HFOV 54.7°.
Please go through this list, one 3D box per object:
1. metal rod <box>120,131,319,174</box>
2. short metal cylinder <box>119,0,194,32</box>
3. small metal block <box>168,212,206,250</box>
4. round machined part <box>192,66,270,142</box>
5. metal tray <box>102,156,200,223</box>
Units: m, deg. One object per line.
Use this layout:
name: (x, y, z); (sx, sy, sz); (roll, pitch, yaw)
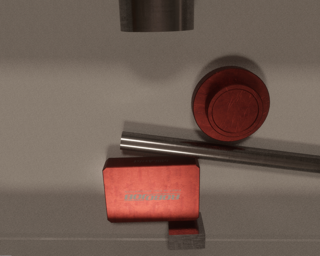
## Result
metal rod: (0.098, 0.035, 0.425); (0.302, 0.025, 0.025); (7, 110, -3)
short metal cylinder: (-0.004, -0.132, 0.333); (0.081, 0.080, 0.050); (-1, 110, 0)
small metal block: (0.038, 0.150, 0.454); (0.050, 0.050, 0.025); (-2, 110, 0)
round machined part: (0.091, -0.027, 0.394); (0.099, 0.042, 0.097); (0, 110, -1)
metal tray: (-0.011, 0.087, 0.441); (0.131, 0.030, 0.089); (-2, 110, 0)
